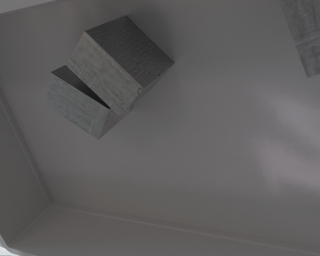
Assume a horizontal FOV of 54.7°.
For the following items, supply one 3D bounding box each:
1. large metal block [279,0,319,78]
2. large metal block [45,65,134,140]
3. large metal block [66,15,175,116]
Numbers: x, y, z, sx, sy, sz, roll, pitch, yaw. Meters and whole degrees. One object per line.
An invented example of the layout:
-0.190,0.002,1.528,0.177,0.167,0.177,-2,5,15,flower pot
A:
0.131,-0.097,0.244,0.050,0.080,0.080,-17,110,35,large metal block
-0.081,-0.043,0.389,0.080,0.080,0.050,32,129,7,large metal block
-0.042,-0.073,0.350,0.080,0.080,0.050,44,129,-3,large metal block
